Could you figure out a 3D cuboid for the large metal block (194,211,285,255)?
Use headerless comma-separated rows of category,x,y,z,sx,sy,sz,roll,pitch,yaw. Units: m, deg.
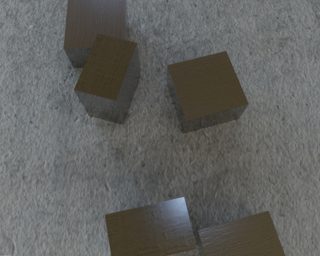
large metal block,0.089,0.144,0.343,0.081,0.050,0.080,-14,71,-5

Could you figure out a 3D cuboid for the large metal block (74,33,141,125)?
large metal block,-0.063,-0.060,0.400,0.050,0.080,0.080,15,71,5

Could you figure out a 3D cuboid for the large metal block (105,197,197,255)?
large metal block,-0.010,0.114,0.337,0.081,0.080,0.050,-12,71,-5

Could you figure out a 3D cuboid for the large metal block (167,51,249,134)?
large metal block,0.059,-0.047,0.413,0.081,0.050,0.080,-15,71,-6

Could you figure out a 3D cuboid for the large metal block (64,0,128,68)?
large metal block,-0.087,-0.134,0.443,0.081,0.050,0.080,-2,70,-1
